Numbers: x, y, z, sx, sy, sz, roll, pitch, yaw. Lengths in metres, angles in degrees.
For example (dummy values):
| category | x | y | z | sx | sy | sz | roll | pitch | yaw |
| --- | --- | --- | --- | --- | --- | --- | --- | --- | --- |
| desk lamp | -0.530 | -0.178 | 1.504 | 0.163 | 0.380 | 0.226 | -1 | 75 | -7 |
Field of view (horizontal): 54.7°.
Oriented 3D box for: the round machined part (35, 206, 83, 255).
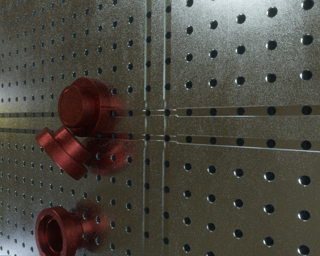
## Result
| category | x | y | z | sx | sy | sz | roll | pitch | yaw |
| --- | --- | --- | --- | --- | --- | --- | --- | --- | --- |
| round machined part | -0.172 | 0.184 | 0.537 | 0.098 | 0.042 | 0.097 | 0 | 90 | 39 |

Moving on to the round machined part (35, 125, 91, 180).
| category | x | y | z | sx | sy | sz | roll | pitch | yaw |
| --- | --- | --- | --- | --- | --- | --- | --- | --- | --- |
| round machined part | -0.147 | 0.034 | 0.493 | 0.042 | 0.098 | 0.098 | -43 | 58 | -11 |

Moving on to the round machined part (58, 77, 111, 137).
| category | x | y | z | sx | sy | sz | roll | pitch | yaw |
| --- | --- | --- | --- | --- | --- | --- | --- | --- | --- |
| round machined part | -0.128 | -0.033 | 0.501 | 0.098 | 0.042 | 0.097 | 0 | 90 | 39 |
